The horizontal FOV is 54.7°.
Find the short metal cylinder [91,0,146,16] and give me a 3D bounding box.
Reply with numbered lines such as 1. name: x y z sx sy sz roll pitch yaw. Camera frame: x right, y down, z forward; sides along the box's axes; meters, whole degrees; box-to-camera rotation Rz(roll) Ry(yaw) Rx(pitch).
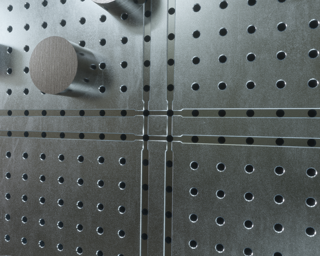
1. short metal cylinder: -0.060 -0.200 0.421 0.080 0.050 0.080 0 90 20

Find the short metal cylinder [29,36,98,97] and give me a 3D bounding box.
1. short metal cylinder: -0.139 -0.086 0.448 0.080 0.050 0.079 0 90 20
